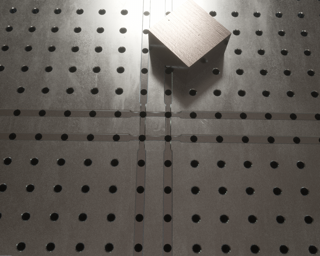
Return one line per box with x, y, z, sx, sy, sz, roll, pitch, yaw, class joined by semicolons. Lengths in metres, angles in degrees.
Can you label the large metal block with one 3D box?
0.040;-0.123;0.444;0.080;0.050;0.080;-40;75;-14;large metal block
